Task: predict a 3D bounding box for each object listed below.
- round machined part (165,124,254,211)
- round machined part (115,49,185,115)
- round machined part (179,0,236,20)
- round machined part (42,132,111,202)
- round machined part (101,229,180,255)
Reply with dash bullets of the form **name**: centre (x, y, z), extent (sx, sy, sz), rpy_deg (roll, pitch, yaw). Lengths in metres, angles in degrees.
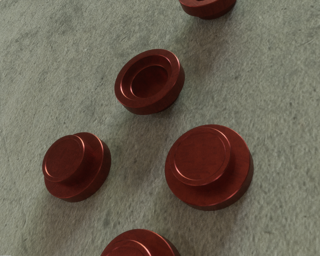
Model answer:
- **round machined part**: centre (0.050, 0.038, 0.343), extent (0.098, 0.042, 0.098), rpy_deg (-13, 56, 20)
- **round machined part**: centre (-0.011, -0.060, 0.434), extent (0.098, 0.042, 0.098), rpy_deg (-13, 56, 20)
- **round machined part**: centre (0.080, -0.207, 0.477), extent (0.098, 0.042, 0.098), rpy_deg (-13, 56, 20)
- **round machined part**: centre (-0.120, 0.048, 0.425), extent (0.098, 0.042, 0.098), rpy_deg (-13, 56, 20)
- **round machined part**: centre (-0.027, 0.152, 0.313), extent (0.098, 0.042, 0.098), rpy_deg (-13, 56, 20)
